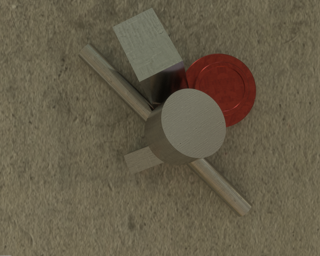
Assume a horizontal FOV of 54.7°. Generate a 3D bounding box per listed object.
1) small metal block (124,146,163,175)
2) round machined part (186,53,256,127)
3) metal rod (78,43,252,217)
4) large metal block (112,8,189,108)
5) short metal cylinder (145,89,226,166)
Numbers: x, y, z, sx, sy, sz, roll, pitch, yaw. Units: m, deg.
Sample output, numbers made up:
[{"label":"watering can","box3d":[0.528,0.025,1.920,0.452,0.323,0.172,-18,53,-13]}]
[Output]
[{"label":"small metal block","box3d":[-0.016,0.036,0.399,0.050,0.050,0.025,-21,90,-1]},{"label":"round machined part","box3d":[0.077,-0.049,0.403,0.099,0.042,0.097,0,90,-1]},{"label":"metal rod","box3d":[0.007,0.003,0.412,0.025,0.025,0.300,-45,91,0]},{"label":"large metal block","box3d":[-0.008,-0.079,0.373,0.050,0.080,0.080,-26,68,1]},{"label":"short metal cylinder","box3d":[0.029,0.000,0.362,0.081,0.050,0.080,7,72,-22]}]
